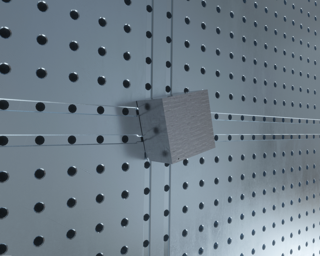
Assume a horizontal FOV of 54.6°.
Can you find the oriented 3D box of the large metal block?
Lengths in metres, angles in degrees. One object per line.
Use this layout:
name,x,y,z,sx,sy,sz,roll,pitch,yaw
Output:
large metal block,0.023,-0.004,0.410,0.081,0.050,0.080,-16,100,-39
